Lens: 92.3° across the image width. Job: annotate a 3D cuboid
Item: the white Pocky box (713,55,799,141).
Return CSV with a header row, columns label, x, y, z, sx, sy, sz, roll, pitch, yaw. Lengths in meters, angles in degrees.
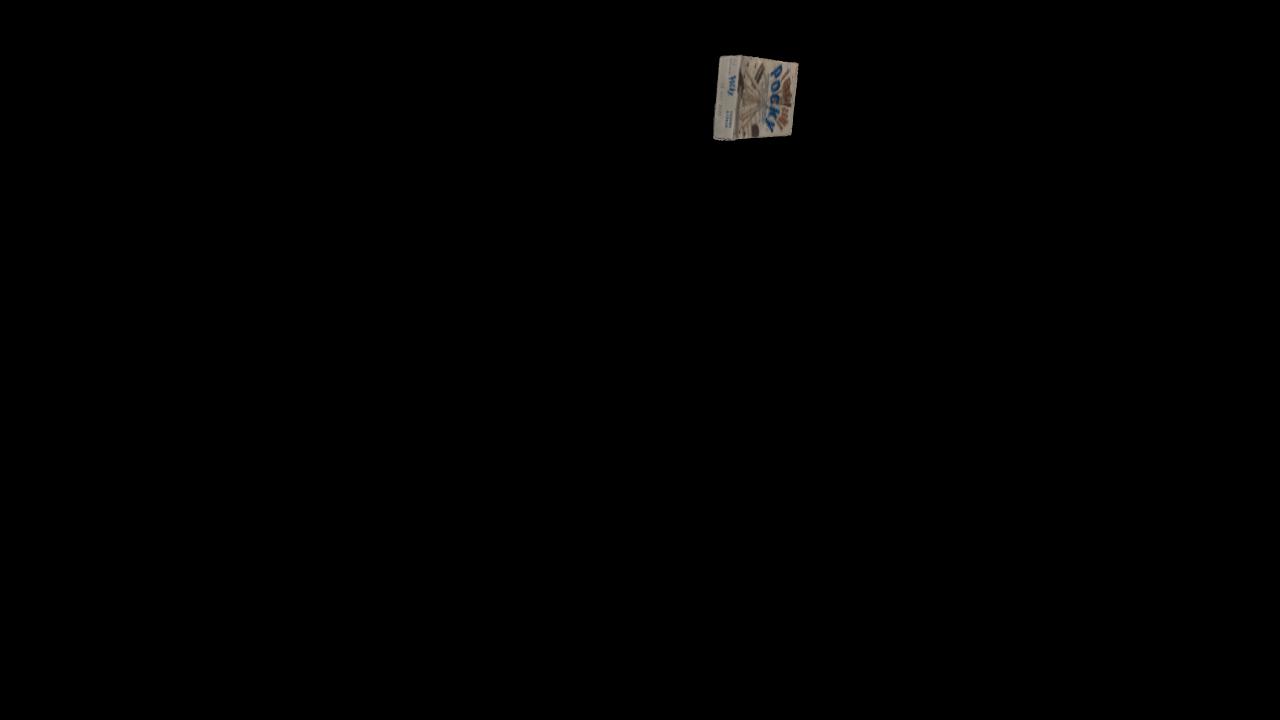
label,x,y,z,sx,sy,sz,roll,pitch,yaw
white Pocky box,0.133,-0.294,0.694,0.028,0.084,0.154,17,28,32
